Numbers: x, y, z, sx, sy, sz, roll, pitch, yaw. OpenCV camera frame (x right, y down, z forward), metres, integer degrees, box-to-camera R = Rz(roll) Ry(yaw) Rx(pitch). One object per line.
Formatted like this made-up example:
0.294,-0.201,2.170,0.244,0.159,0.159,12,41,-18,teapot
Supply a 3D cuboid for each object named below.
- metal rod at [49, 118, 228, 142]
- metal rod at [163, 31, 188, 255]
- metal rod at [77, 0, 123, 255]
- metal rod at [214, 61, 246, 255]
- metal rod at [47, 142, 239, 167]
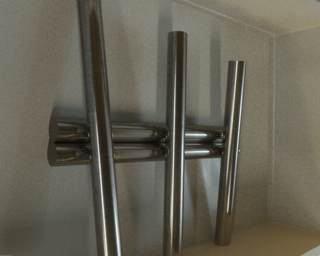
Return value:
0.007,0.007,0.413,0.302,0.025,0.025,2,89,-40,metal rod
0.019,0.030,0.391,0.025,0.025,0.298,2,89,-40,metal rod
-0.064,-0.013,0.322,0.025,0.025,0.298,-1,83,-40,metal rod
0.104,0.052,0.466,0.025,0.025,0.298,-5,102,-40,metal rod
0.006,0.031,0.412,0.302,0.025,0.025,2,89,-40,metal rod
